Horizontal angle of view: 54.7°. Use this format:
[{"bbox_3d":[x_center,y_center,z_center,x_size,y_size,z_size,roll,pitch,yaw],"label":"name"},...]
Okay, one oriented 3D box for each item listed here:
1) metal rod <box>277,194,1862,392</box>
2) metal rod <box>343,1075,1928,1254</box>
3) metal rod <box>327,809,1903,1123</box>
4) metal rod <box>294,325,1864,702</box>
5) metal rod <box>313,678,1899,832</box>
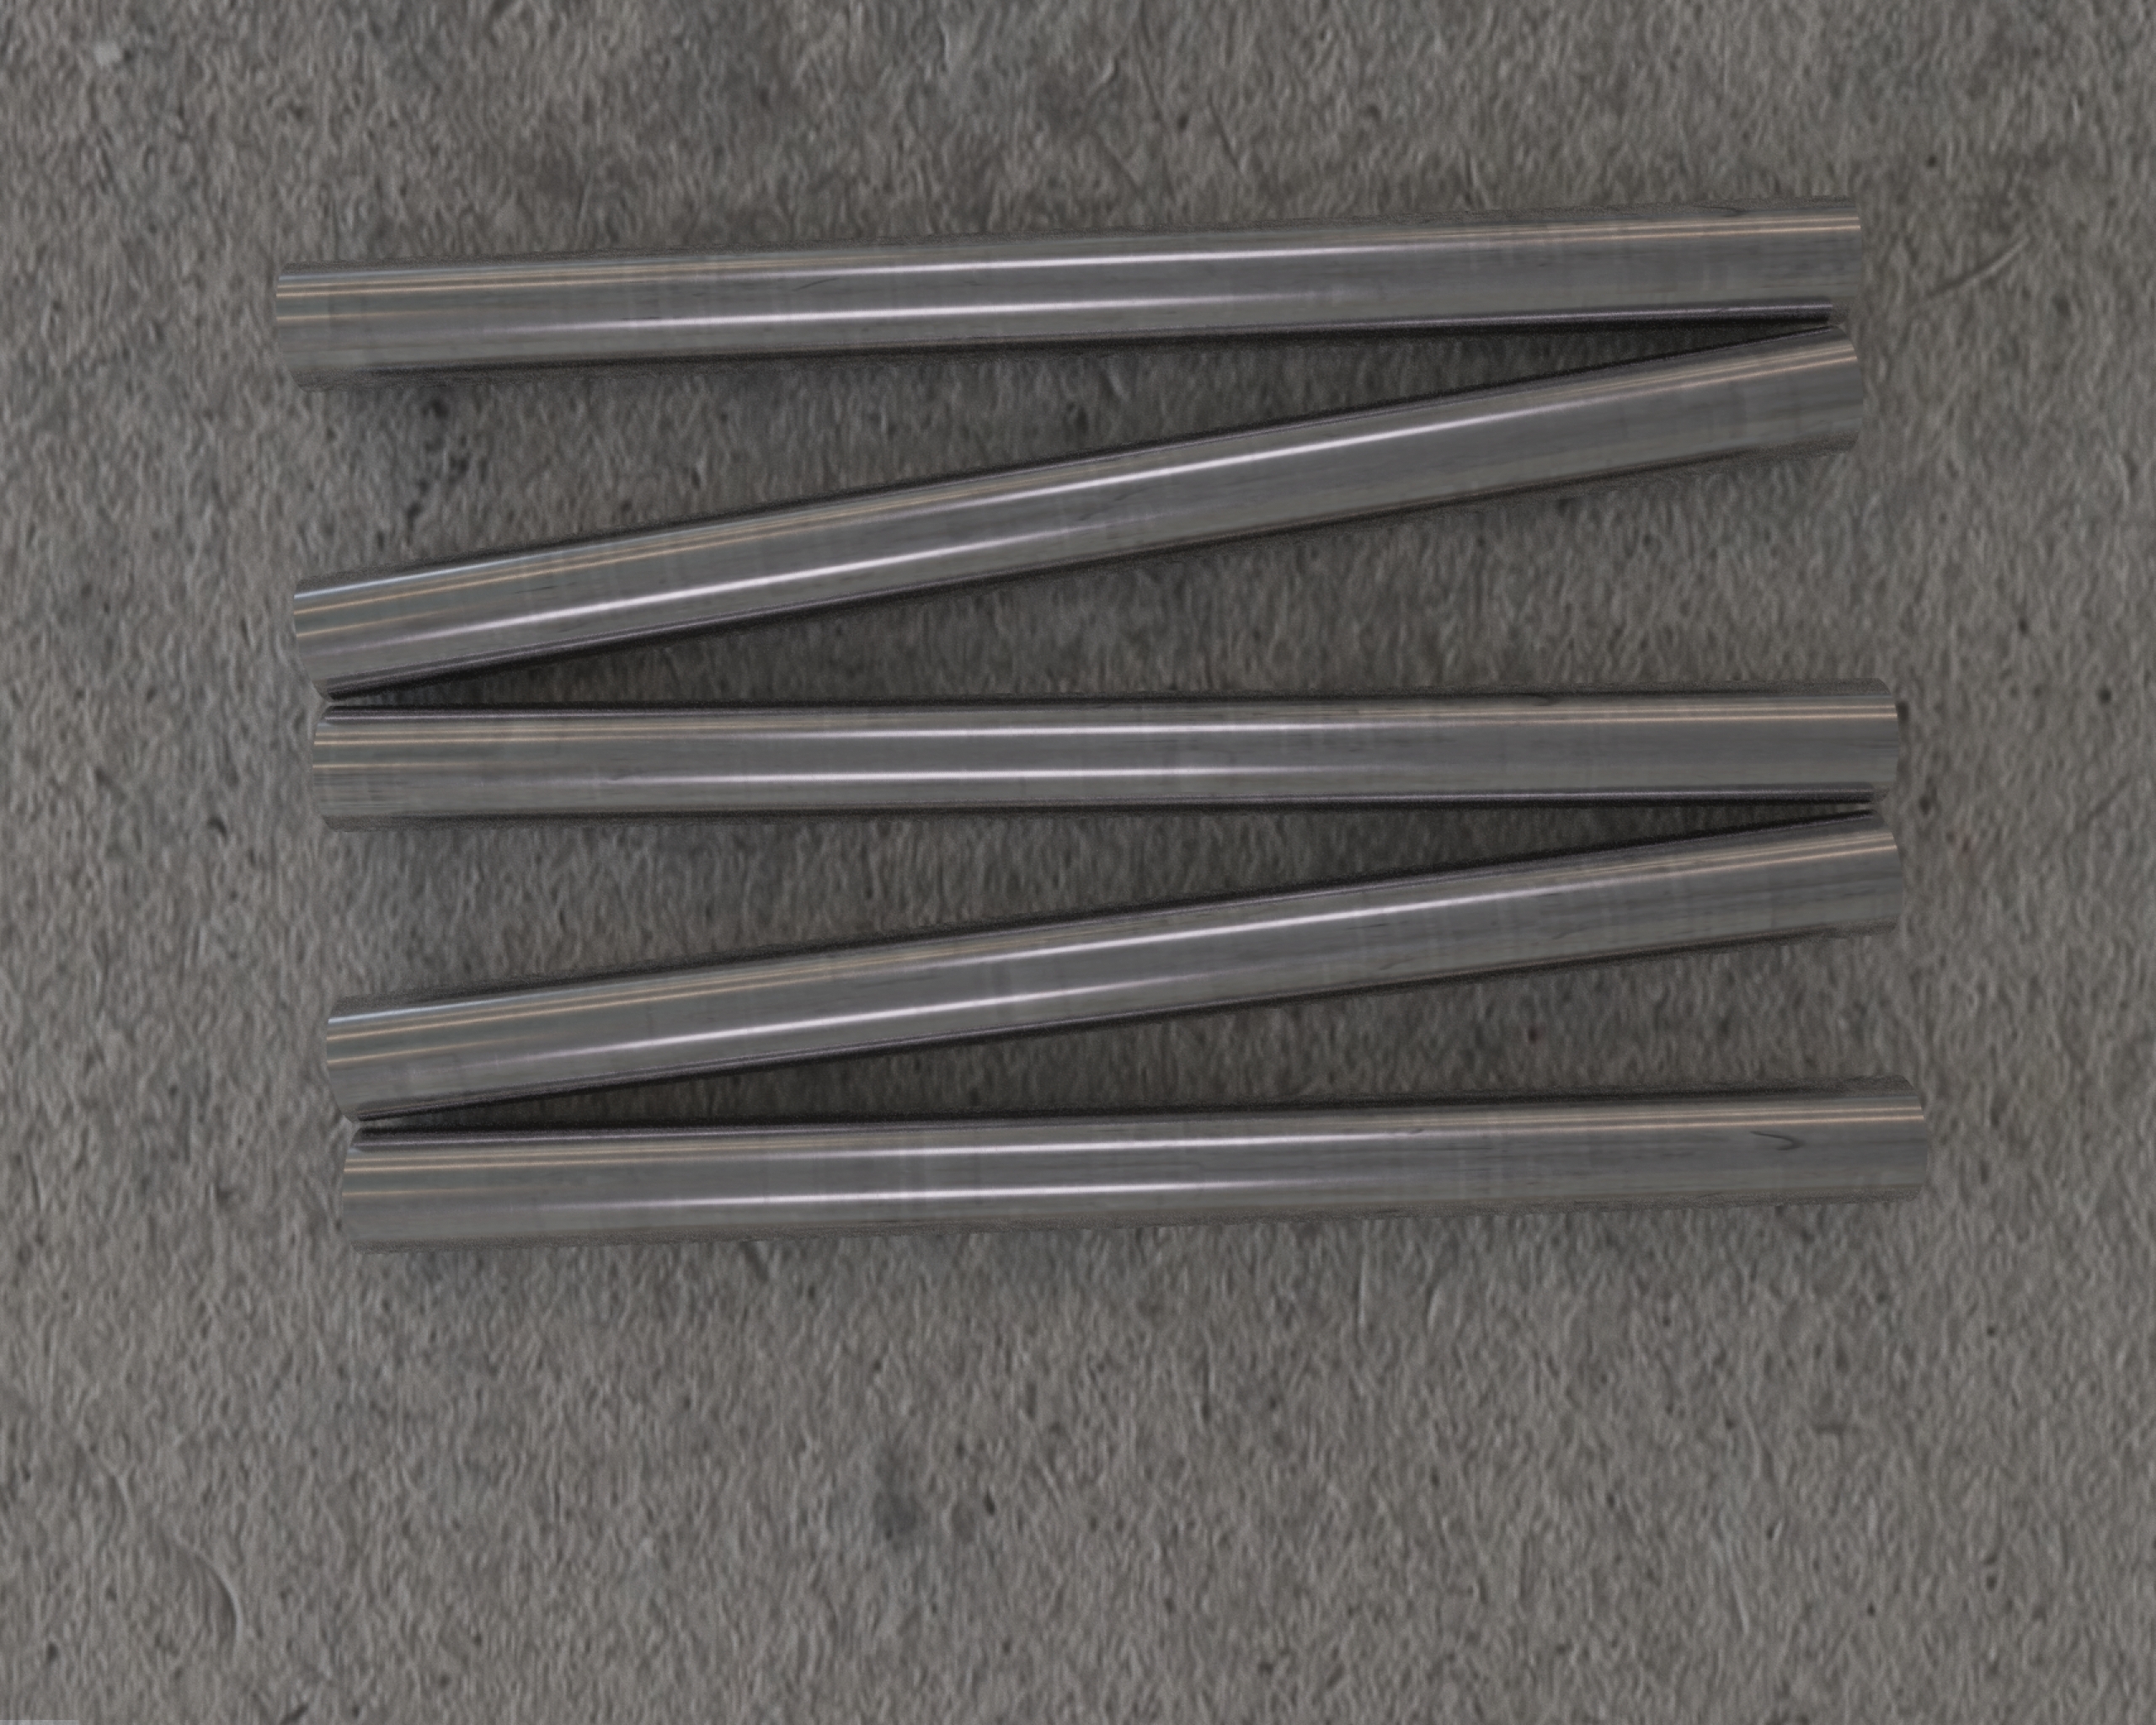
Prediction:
[{"bbox_3d":[-0.001,-0.111,0.409,0.302,0.025,0.025,-3,90,0],"label":"metal rod"},{"bbox_3d":[0.011,0.059,0.409,0.302,0.025,0.025,-2,90,0],"label":"metal rod"},{"bbox_3d":[0.008,0.020,0.409,0.302,0.025,0.025,-7,90,0],"label":"metal rod"},{"bbox_3d":[0.001,-0.068,0.409,0.302,0.025,0.025,-9,90,0],"label":"metal rod"},{"bbox_3d":[0.006,-0.021,0.409,0.302,0.025,0.025,-1,90,0],"label":"metal rod"}]
